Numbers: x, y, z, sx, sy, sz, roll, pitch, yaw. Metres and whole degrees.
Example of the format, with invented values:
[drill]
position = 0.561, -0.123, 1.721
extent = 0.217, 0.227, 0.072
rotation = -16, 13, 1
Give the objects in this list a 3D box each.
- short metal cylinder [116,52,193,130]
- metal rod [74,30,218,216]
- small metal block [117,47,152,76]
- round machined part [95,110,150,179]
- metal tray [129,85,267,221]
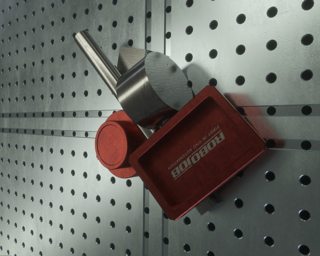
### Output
[short metal cylinder]
position = -0.006, -0.045, 0.376
extent = 0.050, 0.081, 0.080
rotation = -31, 71, 35
[metal rod]
position = -0.027, -0.018, 0.408
extent = 0.025, 0.025, 0.299
rotation = -47, 70, 29
[small metal block]
position = -0.034, -0.085, 0.436
extent = 0.050, 0.025, 0.050
rotation = 17, 101, 38
[round machined part]
position = -0.055, 0.023, 0.440
extent = 0.098, 0.042, 0.097
rotation = 0, 90, 39
[metal tray]
position = 0.039, 0.028, 0.345
extent = 0.130, 0.030, 0.090
rotation = -42, 71, 14
